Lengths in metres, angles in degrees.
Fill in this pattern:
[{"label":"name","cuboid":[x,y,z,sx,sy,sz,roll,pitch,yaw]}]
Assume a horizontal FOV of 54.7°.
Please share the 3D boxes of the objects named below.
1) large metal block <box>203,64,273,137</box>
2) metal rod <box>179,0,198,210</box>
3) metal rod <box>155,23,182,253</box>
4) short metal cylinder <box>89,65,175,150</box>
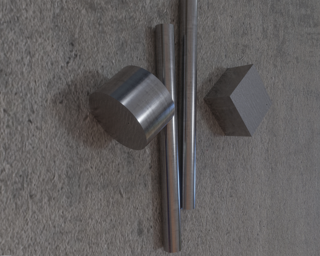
[{"label":"large metal block","cuboid":[0.126,-0.043,0.494,0.080,0.050,0.080,-50,120,-28]},{"label":"metal rod","cuboid":[0.039,-0.037,0.437,0.025,0.025,0.298,1,89,-40]},{"label":"metal rod","cuboid":[0.012,0.014,0.414,0.025,0.025,0.298,-4,93,-40]},{"label":"short metal cylinder","cuboid":[-0.031,-0.022,0.343,0.050,0.080,0.080,-47,119,-29]}]
